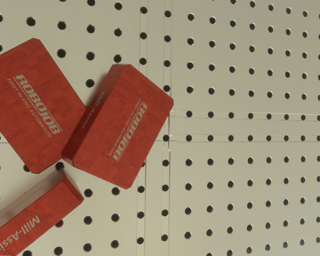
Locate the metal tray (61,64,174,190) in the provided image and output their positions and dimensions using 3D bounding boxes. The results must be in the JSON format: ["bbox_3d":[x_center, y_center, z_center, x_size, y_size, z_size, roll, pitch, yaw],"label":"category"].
[{"bbox_3d":[-0.046,-0.001,0.376,0.090,0.030,0.130,35,78,-40],"label":"metal tray"}]

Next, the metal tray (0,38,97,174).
[{"bbox_3d":[-0.143,-0.024,0.357,0.090,0.030,0.130,-36,102,-17],"label":"metal tray"}]

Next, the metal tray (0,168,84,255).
[{"bbox_3d":[-0.146,0.098,0.324,0.131,0.090,0.030,-38,103,-16],"label":"metal tray"}]
